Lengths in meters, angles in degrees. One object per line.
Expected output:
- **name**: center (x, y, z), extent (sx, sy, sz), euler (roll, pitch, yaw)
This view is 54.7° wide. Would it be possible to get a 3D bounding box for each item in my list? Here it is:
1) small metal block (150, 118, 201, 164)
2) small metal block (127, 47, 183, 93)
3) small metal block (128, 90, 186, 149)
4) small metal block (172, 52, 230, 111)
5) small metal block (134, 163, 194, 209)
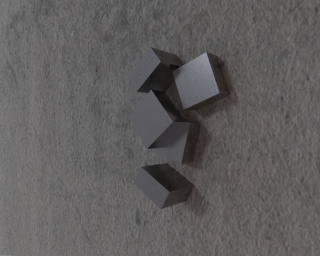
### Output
- **small metal block**: center (0.019, 0.012, 0.388), extent (0.050, 0.025, 0.050), euler (18, 101, 38)
- **small metal block**: center (-0.004, -0.070, 0.390), extent (0.050, 0.050, 0.025), euler (-47, 62, 29)
- **small metal block**: center (-0.005, -0.010, 0.375), extent (0.050, 0.025, 0.050), euler (-47, 62, 29)
- **small metal block**: center (0.048, -0.053, 0.364), extent (0.050, 0.025, 0.050), euler (-24, 75, 37)
- **small metal block**: center (0.005, 0.070, 0.383), extent (0.050, 0.050, 0.025), euler (36, 112, 34)
